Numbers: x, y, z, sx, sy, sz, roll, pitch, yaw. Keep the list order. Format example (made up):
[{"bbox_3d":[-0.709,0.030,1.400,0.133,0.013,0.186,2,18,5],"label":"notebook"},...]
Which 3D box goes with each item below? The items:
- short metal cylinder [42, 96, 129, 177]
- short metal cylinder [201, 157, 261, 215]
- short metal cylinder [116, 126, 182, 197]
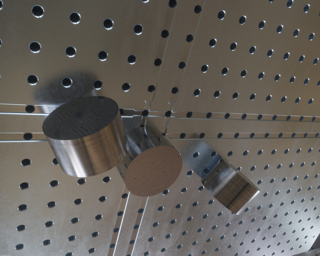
[{"bbox_3d":[-0.079,0.007,0.338,0.081,0.080,0.050,-22,127,-15],"label":"short metal cylinder"},{"bbox_3d":[0.113,0.092,0.497,0.050,0.080,0.080,-50,129,7],"label":"short metal cylinder"},{"bbox_3d":[-0.017,0.045,0.415,0.081,0.050,0.079,-14,125,-21],"label":"short metal cylinder"}]
